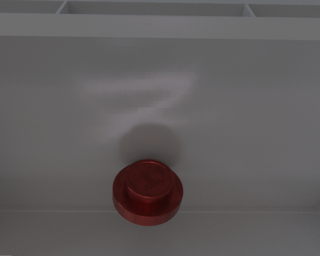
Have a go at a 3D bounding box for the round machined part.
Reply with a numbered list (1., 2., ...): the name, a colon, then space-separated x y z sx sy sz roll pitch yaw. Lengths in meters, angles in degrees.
1. round machined part: -0.016 0.082 0.430 0.099 0.098 0.042 5 130 -5
